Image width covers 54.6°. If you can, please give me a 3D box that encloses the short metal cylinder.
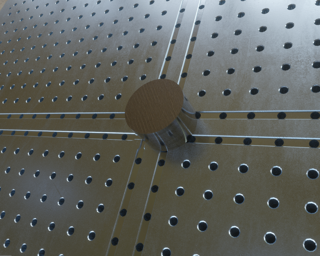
[{"bbox_3d":[0.002,-0.017,0.402,0.080,0.050,0.080,-13,56,21],"label":"short metal cylinder"}]
